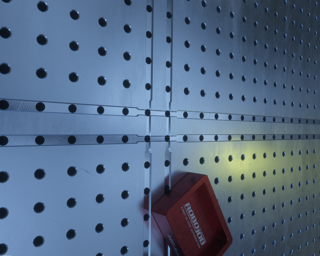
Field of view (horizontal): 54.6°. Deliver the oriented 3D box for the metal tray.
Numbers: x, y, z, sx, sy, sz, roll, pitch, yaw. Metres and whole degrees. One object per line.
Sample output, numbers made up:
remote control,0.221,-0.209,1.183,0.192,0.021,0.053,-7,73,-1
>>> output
metal tray,0.051,0.141,0.447,0.091,0.030,0.130,-36,112,-34
